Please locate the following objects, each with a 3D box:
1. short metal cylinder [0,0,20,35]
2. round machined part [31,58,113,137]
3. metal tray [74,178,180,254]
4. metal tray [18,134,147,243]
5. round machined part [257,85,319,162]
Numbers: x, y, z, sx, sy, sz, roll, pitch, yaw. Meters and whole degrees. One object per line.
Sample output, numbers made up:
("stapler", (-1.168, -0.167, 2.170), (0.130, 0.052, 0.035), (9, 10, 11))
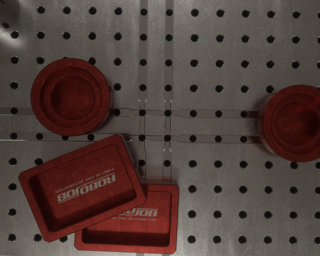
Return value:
("short metal cylinder", (-0.232, -0.164, 0.398), (0.081, 0.050, 0.079), (0, 90, -1))
("round machined part", (-0.111, -0.038, 0.403), (0.099, 0.042, 0.097), (0, 90, -1))
("metal tray", (-0.042, 0.114, 0.410), (0.131, 0.030, 0.089), (3, 90, -1))
("metal tray", (-0.091, 0.071, 0.379), (0.131, 0.030, 0.090), (-22, 90, -1))
("round machined part", (0.177, -0.006, 0.407), (0.099, 0.042, 0.097), (0, 90, -1))
